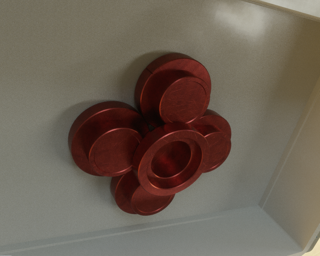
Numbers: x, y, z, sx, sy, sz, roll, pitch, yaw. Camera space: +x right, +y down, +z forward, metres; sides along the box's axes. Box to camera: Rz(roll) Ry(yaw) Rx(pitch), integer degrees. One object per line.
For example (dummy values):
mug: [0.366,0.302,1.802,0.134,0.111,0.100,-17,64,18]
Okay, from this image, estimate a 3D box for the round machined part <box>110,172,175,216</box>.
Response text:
round machined part: [-0.016,0.084,0.438,0.099,0.042,0.097,-14,123,-22]

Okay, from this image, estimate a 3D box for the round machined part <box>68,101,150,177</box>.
round machined part: [-0.057,0.020,0.376,0.099,0.042,0.097,-14,124,-21]

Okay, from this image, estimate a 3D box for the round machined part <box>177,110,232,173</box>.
round machined part: [0.062,0.026,0.444,0.099,0.042,0.097,-14,124,-21]

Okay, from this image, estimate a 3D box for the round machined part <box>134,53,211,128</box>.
round machined part: [0.022,-0.039,0.382,0.099,0.042,0.097,-14,124,-21]

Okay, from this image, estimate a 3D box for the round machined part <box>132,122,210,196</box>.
round machined part: [0.011,0.035,0.395,0.099,0.042,0.097,-14,124,-21]
